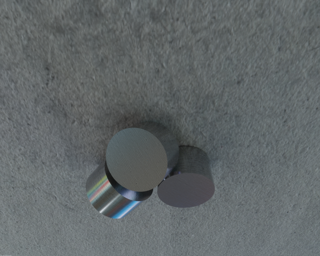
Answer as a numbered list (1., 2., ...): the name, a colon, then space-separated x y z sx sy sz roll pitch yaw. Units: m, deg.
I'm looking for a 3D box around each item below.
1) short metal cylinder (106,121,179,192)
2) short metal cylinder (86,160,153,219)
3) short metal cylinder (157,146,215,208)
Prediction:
1. short metal cylinder: -0.021 0.034 0.396 0.080 0.050 0.079 3 101 18
2. short metal cylinder: -0.056 0.080 0.438 0.080 0.080 0.050 30 124 -24
3. short metal cylinder: 0.036 0.072 0.452 0.081 0.050 0.079 -1 132 -1
